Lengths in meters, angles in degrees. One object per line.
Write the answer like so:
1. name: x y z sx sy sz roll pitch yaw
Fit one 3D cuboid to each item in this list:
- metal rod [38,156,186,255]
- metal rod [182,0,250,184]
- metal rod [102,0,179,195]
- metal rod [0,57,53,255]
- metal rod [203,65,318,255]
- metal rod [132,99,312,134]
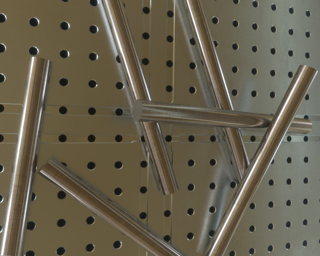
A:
1. metal rod: -0.026 0.138 0.403 0.300 0.025 0.025 41 77 -16
2. metal rod: 0.084 -0.053 0.443 0.025 0.025 0.299 -21 97 -19
3. metal rod: -0.029 -0.057 0.401 0.025 0.025 0.299 -19 97 -19
4. metal rod: -0.158 0.069 0.354 0.025 0.025 0.299 9 87 -20
5. metal rod: 0.137 0.054 0.431 0.025 0.025 0.299 25 94 -19
6. metal rod: 0.104 -0.011 0.421 0.302 0.025 0.025 4 89 -31
